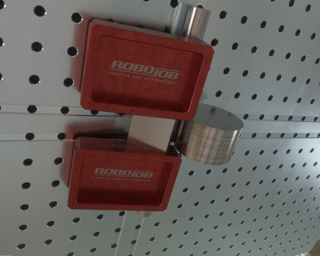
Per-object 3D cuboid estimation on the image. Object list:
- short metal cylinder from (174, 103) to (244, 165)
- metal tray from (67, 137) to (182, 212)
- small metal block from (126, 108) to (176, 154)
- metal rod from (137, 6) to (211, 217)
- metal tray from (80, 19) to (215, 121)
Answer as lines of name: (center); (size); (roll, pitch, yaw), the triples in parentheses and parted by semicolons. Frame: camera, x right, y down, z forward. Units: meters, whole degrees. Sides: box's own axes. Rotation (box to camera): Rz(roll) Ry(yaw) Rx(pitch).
short metal cylinder: (0.063, 0.006, 0.410); (0.081, 0.080, 0.050); (0, 119, -29)
metal tray: (-0.047, 0.062, 0.399); (0.131, 0.030, 0.089); (6, 116, -18)
small metal block: (-0.010, -0.001, 0.386); (0.050, 0.025, 0.050); (15, 114, -1)
metal rod: (0.011, -0.004, 0.410); (0.025, 0.025, 0.298); (0, 118, -29)
metal tray: (-0.016, -0.060, 0.340); (0.131, 0.030, 0.089); (6, 116, -18)
